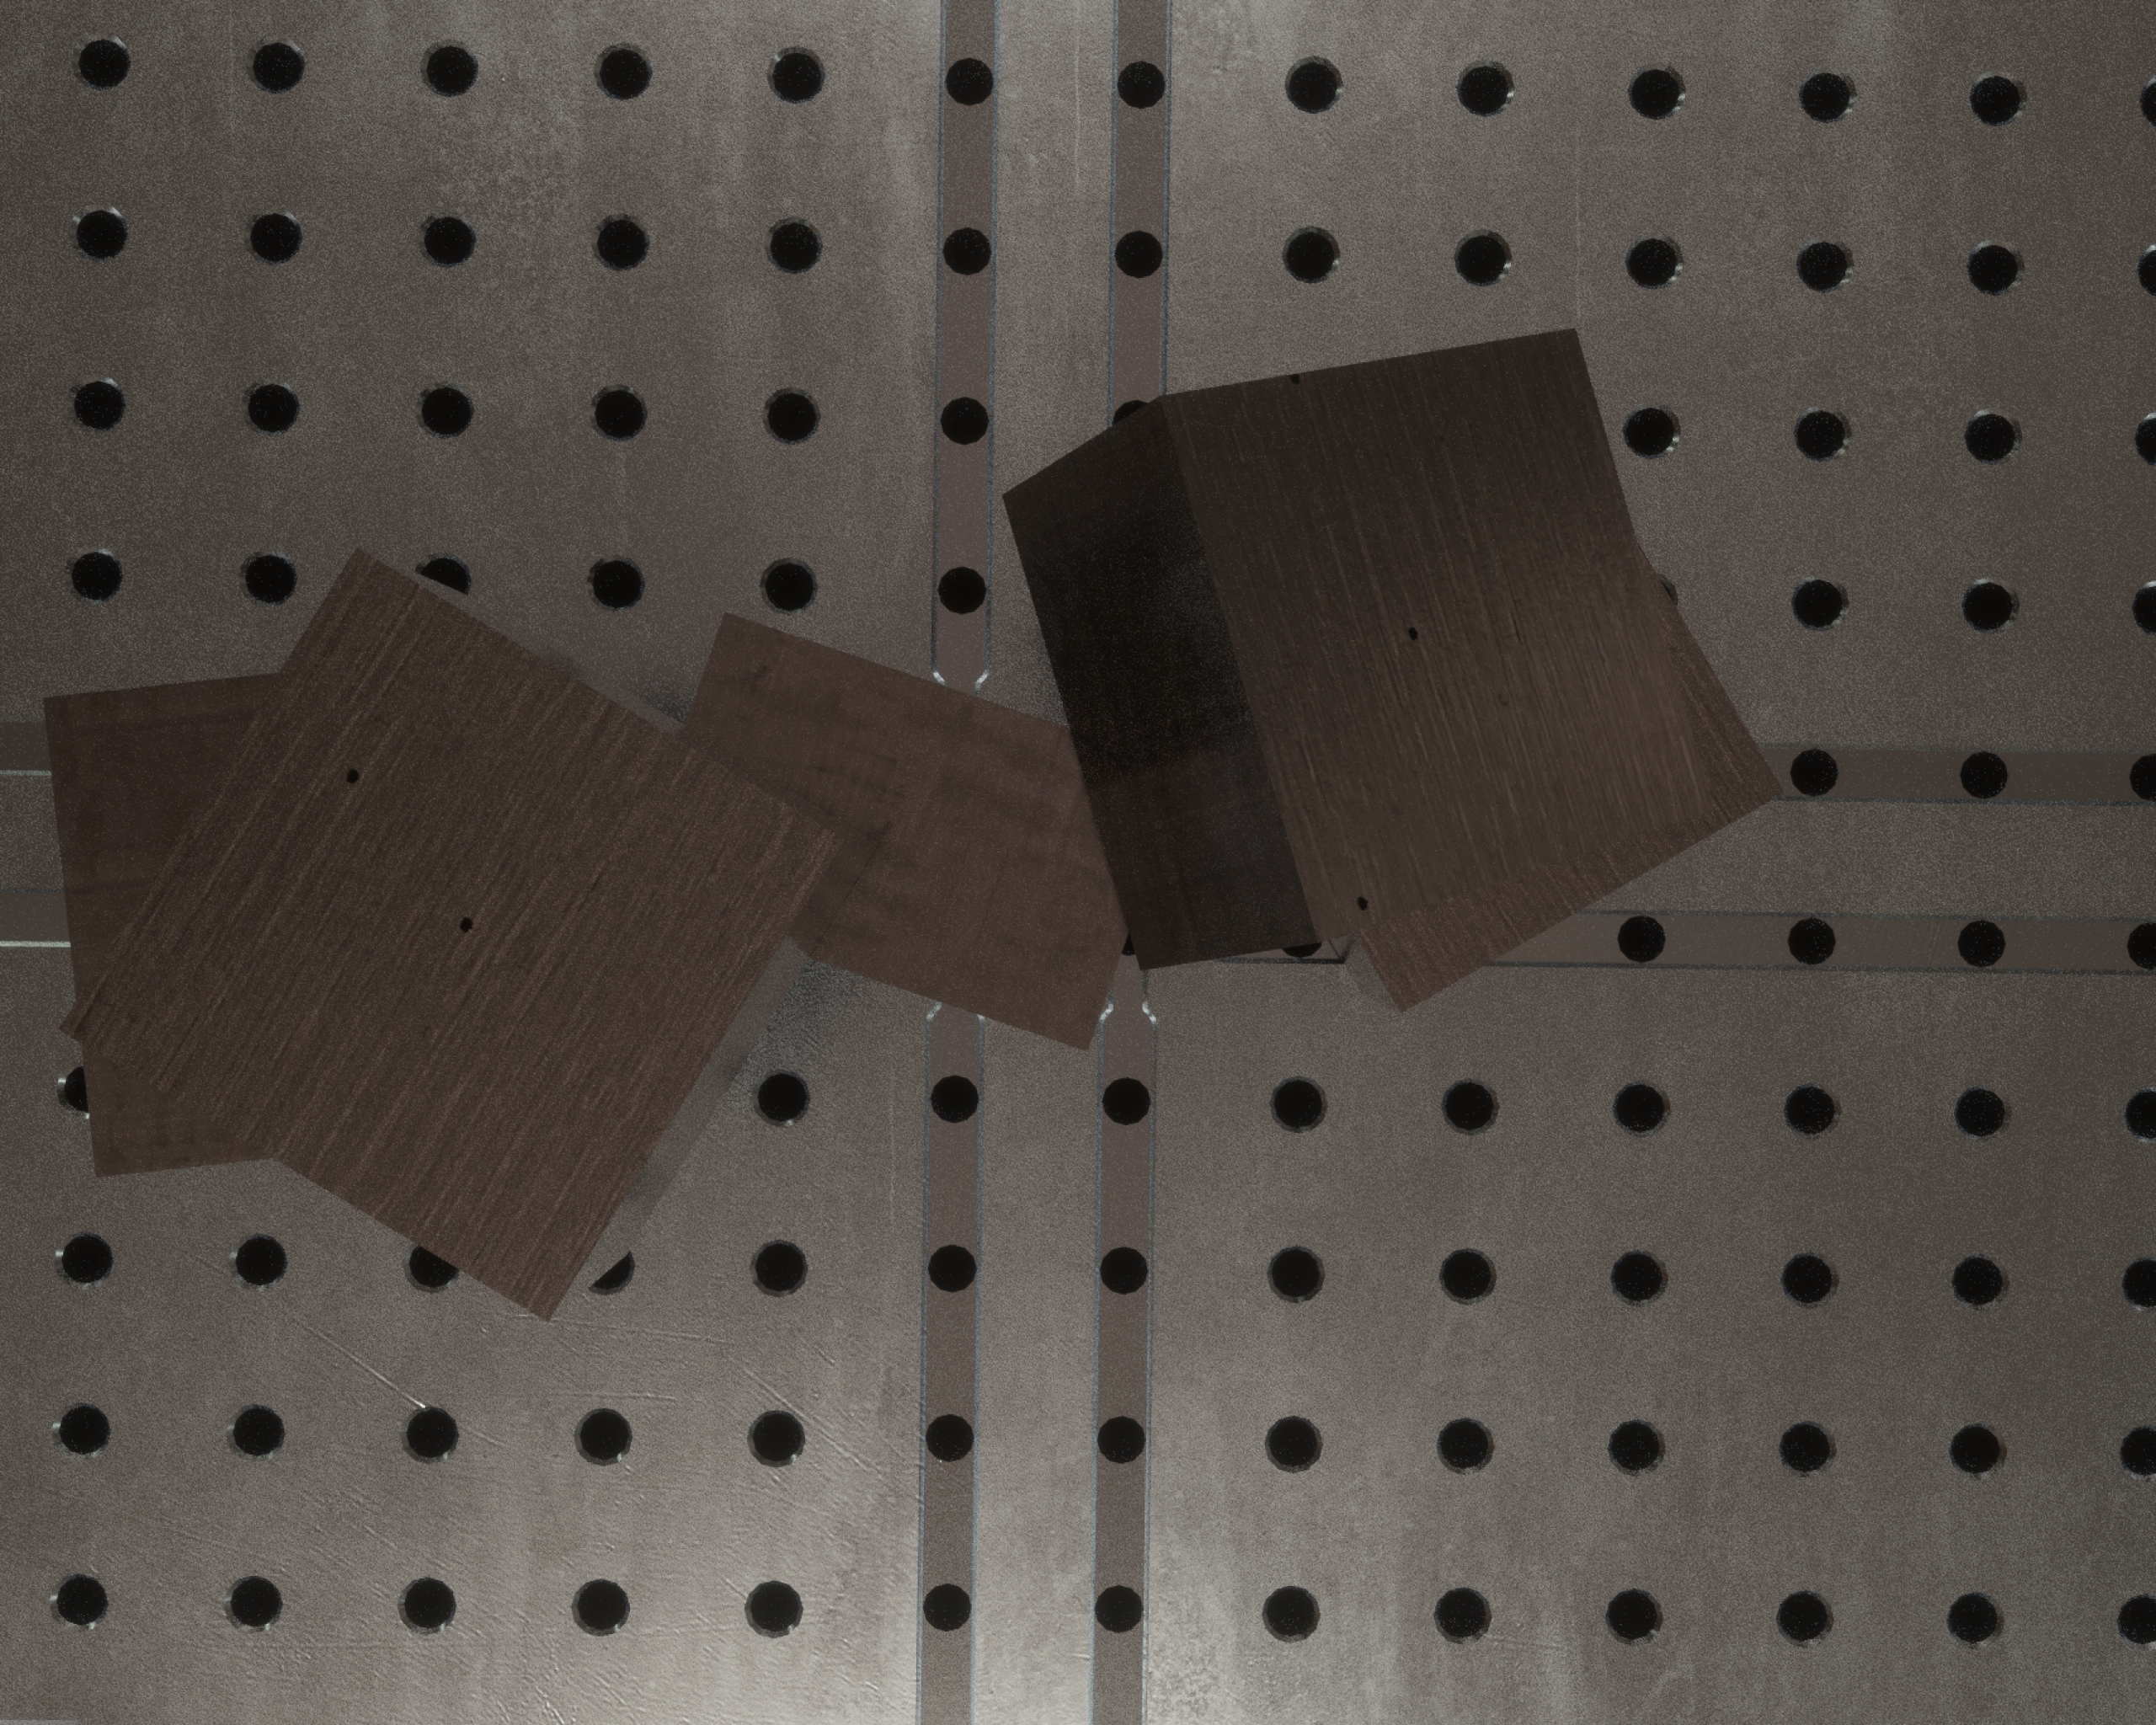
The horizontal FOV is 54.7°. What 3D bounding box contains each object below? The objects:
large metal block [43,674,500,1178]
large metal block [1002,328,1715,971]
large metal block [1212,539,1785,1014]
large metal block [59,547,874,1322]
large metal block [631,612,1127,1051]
[{"bbox_3d":[-0.141,0.009,0.384,0.050,0.080,0.079,-6,90,0],"label":"large metal block"},{"bbox_3d":[0.045,-0.034,0.333,0.081,0.050,0.080,-16,91,-29],"label":"large metal block"},{"bbox_3d":[0.073,-0.027,0.402,0.080,0.050,0.080,-30,90,0],"label":"large metal block"},{"bbox_3d":[-0.088,0.010,0.319,0.080,0.050,0.080,31,90,0],"label":"large metal block"},{"bbox_3d":[-0.029,-0.005,0.385,0.080,0.080,0.050,19,90,-1],"label":"large metal block"}]
